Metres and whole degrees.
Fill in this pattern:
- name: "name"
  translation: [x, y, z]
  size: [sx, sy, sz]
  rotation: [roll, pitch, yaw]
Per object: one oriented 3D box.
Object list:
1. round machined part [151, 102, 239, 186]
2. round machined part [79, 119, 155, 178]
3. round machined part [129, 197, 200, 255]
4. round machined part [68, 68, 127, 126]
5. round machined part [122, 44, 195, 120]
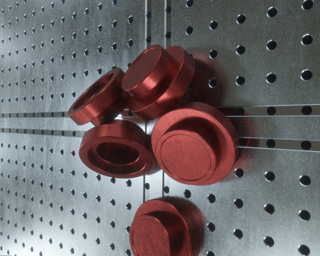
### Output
- name: "round machined part"
  translation: [0.034, 0.024, 0.343]
  size: [0.098, 0.042, 0.097]
  rotation: [11, 119, 21]
- name: "round machined part"
  translation: [-0.055, 0.025, 0.416]
  size: [0.098, 0.098, 0.042]
  rotation: [-30, 39, 36]
- name: "round machined part"
  translation: [-0.001, 0.141, 0.398]
  size: [0.098, 0.042, 0.097]
  rotation: [0, 90, 39]
- name: "round machined part"
  translation: [-0.080, -0.038, 0.439]
  size: [0.098, 0.098, 0.042]
  rotation: [-23, 119, 37]
- name: "round machined part"
  translation: [-0.008, -0.061, 0.373]
  size: [0.098, 0.042, 0.098]
  rotation: [-35, 34, 29]
